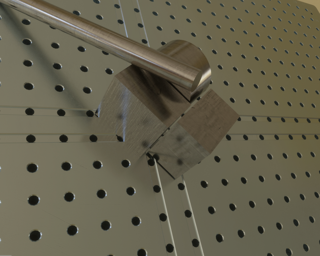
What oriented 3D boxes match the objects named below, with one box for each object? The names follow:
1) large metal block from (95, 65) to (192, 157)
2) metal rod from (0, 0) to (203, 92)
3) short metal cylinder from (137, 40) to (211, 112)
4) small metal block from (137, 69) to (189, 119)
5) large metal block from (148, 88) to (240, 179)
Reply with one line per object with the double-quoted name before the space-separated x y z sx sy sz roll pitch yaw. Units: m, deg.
"large metal block" -0.023 -0.023 0.377 0.080 0.080 0.050 44 51 2
"metal rod" -0.090 -0.115 0.364 0.301 0.025 0.025 27 49 16
"short metal cylinder" 0.017 -0.064 0.389 0.080 0.080 0.050 45 51 2
"small metal block" 0.005 -0.049 0.443 0.050 0.025 0.050 41 51 -1
"large metal block" 0.042 0.008 0.390 0.050 0.080 0.080 45 51 2
